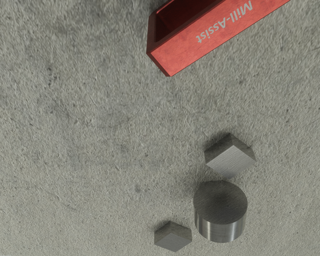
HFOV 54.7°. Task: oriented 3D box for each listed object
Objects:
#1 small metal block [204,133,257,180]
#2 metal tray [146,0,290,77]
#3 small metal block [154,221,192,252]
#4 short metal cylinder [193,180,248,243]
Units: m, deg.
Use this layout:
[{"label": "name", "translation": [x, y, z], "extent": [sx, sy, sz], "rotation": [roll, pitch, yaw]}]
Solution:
[{"label": "small metal block", "translation": [0.100, 0.041, 0.443], "extent": [0.050, 0.025, 0.050], "rotation": [34, 122, -26]}, {"label": "metal tray", "translation": [0.049, -0.109, 0.271], "extent": [0.130, 0.090, 0.030], "rotation": [-30, 124, 23]}, {"label": "small metal block", "translation": [0.024, 0.205, 0.582], "extent": [0.050, 0.025, 0.050], "rotation": [29, 124, -23]}, {"label": "short metal cylinder", "translation": [0.093, 0.129, 0.482], "extent": [0.080, 0.080, 0.050], "rotation": [-5, 130, 4]}]
